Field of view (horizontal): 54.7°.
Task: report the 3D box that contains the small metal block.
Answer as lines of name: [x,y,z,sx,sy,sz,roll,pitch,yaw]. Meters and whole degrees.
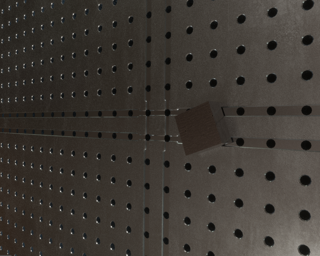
small metal block: [0.051,0.001,0.366,0.050,0.025,0.050,-24,75,37]
